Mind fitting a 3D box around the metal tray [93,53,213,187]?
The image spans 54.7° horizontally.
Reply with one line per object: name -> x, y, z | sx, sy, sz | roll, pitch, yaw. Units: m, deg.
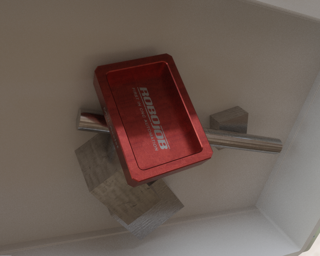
metal tray -> -0.010, -0.012, 0.335 | 0.091, 0.130, 0.030 | -16, 164, -20

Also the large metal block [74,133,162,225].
large metal block -> -0.052, 0.058, 0.381 | 0.050, 0.080, 0.080 | -37, 129, -3

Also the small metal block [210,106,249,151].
small metal block -> 0.103, 0.000, 0.468 | 0.050, 0.025, 0.050 | -18, 126, -18

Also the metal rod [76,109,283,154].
metal rod -> 0.043, 0.009, 0.415 | 0.302, 0.025, 0.025 | 8, 115, -24

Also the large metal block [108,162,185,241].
large metal block -> -0.024, 0.102, 0.444 | 0.080, 0.050, 0.080 | -37, 130, -4
